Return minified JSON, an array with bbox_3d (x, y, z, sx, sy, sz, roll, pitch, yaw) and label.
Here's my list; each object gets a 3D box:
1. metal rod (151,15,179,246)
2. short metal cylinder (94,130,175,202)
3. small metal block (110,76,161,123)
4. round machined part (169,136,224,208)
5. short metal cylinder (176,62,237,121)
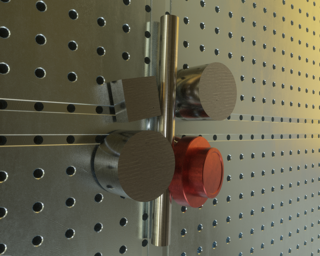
[{"bbox_3d":[0.007,0.002,0.410,0.025,0.025,0.298,4,88,-40],"label":"metal rod"},{"bbox_3d":[-0.029,0.042,0.363,0.081,0.050,0.079,0,90,-40],"label":"short metal cylinder"},{"bbox_3d":[-0.029,-0.036,0.380,0.050,0.025,0.050,-15,99,-39],"label":"small metal block"},{"bbox_3d":[0.055,0.060,0.424,0.099,0.042,0.097,1,89,-56],"label":"round machined part"},{"bbox_3d":[0.064,-0.050,0.442,0.081,0.050,0.079,0,90,-40],"label":"short metal cylinder"}]
